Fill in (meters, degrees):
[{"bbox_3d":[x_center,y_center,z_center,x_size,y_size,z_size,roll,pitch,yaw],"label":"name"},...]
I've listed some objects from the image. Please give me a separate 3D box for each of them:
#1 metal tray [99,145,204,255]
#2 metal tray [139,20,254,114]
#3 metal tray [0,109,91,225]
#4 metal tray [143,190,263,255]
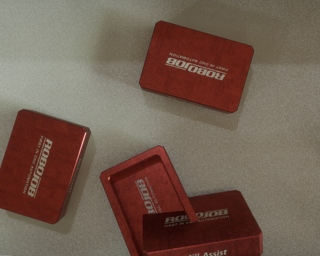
[{"bbox_3d":[-0.009,0.099,0.390,0.090,0.030,0.130,-25,74,-1],"label":"metal tray"},{"bbox_3d":[0.047,-0.078,0.409,0.131,0.030,0.090,16,90,0],"label":"metal tray"},{"bbox_3d":[-0.155,0.049,0.408,0.090,0.030,0.129,18,90,0],"label":"metal tray"},{"bbox_3d":[0.046,0.121,0.376,0.131,0.090,0.030,-9,112,0],"label":"metal tray"}]
